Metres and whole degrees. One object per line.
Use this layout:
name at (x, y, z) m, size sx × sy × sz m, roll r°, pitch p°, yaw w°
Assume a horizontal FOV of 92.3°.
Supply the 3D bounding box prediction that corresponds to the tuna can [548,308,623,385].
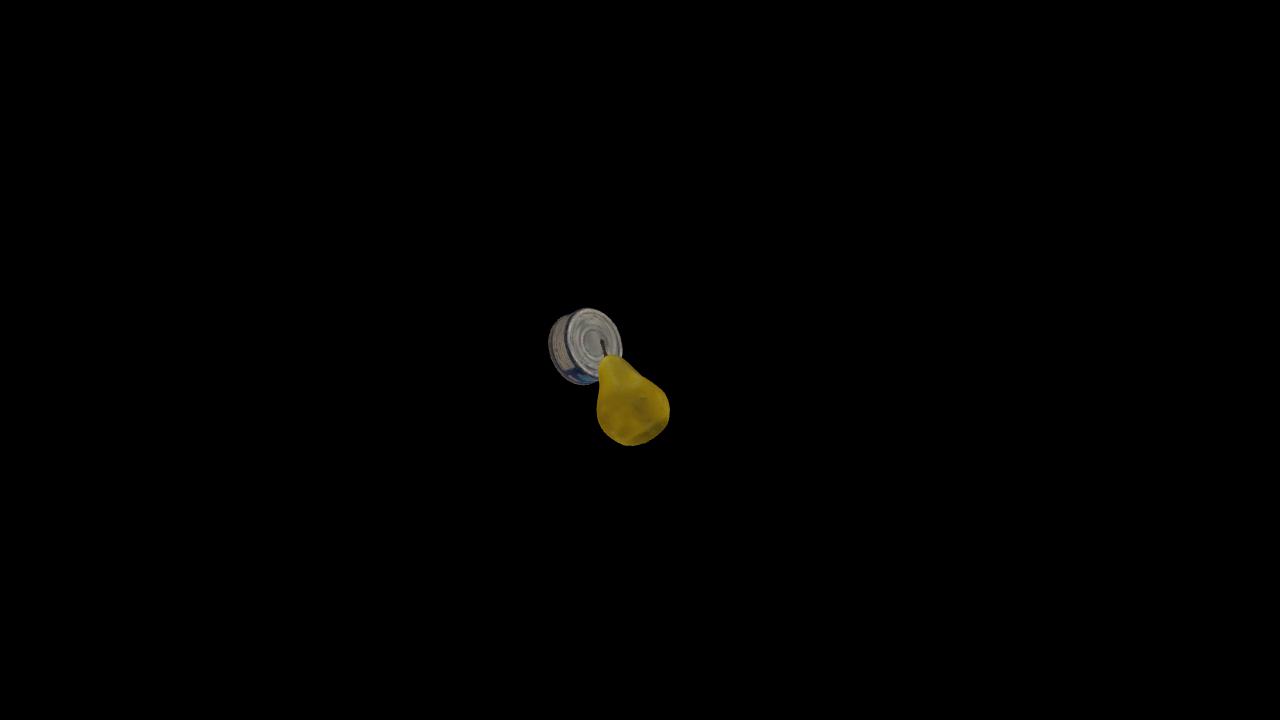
tuna can at (-0.059, -0.016, 0.693) m, size 0.084 × 0.084 × 0.034 m, roll 0°, pitch -13°, yaw -45°

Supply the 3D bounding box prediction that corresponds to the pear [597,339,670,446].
pear at (-0.018, 0.032, 0.636) m, size 0.080 × 0.111 × 0.080 m, roll -23°, pitch -26°, yaw -12°
